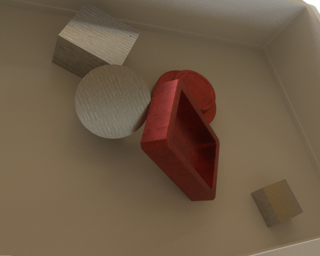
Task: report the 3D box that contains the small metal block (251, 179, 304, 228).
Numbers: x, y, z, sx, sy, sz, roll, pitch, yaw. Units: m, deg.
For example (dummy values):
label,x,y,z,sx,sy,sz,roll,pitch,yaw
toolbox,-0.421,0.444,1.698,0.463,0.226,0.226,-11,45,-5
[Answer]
label,x,y,z,sx,sy,sz,roll,pitch,yaw
small metal block,0.163,0.104,0.432,0.050,0.025,0.050,-10,67,-33

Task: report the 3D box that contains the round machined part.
label,x,y,z,sx,sy,sz,roll,pitch,yaw
round machined part,0.040,-0.044,0.445,0.099,0.042,0.098,14,56,-21

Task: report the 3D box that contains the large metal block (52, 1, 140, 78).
label,x,y,z,sx,sy,sz,roll,pitch,yaw
large metal block,-0.083,-0.108,0.412,0.080,0.050,0.080,28,52,-11

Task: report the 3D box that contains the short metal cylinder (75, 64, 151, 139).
label,x,y,z,sx,sy,sz,roll,pitch,yaw
short metal cylinder,-0.054,-0.032,0.355,0.081,0.050,0.079,-2,99,-12

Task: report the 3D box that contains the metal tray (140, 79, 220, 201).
label,x,y,z,sx,sy,sz,roll,pitch,yaw
metal tray,0.031,0.018,0.364,0.130,0.030,0.090,51,40,-41
